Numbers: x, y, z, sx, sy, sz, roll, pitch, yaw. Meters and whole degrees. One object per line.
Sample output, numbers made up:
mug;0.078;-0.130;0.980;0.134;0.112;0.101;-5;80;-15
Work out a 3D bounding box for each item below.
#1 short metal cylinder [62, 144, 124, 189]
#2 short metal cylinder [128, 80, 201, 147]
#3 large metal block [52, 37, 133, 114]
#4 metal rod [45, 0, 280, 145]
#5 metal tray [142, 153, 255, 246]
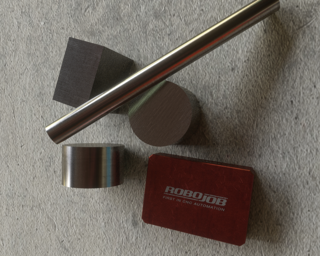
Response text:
short metal cylinder;-0.088;0.047;0.411;0.080;0.080;0.050;1;91;20
short metal cylinder;0.007;-0.018;0.393;0.080;0.050;0.079;0;90;20
large metal block;-0.086;-0.065;0.410;0.050;0.080;0.080;19;97;19
metal rod;0.005;-0.070;0.359;0.301;0.025;0.025;-32;79;-1
metal tray;0.047;0.085;0.390;0.130;0.030;0.089;8;93;19
